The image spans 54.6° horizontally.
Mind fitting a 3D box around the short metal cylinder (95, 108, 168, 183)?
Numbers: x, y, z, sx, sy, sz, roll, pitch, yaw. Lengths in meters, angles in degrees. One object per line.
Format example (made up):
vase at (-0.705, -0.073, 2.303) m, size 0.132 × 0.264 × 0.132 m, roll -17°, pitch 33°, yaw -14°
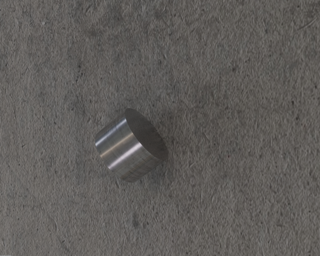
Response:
short metal cylinder at (-0.035, 0.022, 0.393) m, size 0.050 × 0.080 × 0.080 m, roll -38°, pitch 78°, yaw 16°
